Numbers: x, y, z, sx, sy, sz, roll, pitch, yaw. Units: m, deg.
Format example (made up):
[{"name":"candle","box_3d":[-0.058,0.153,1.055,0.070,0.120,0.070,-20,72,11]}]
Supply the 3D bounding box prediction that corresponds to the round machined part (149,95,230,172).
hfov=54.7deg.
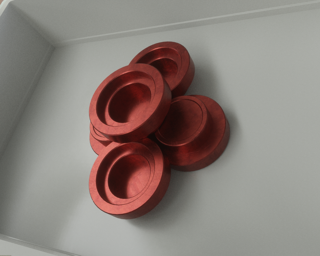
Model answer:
[{"name":"round machined part","box_3d":[0.031,0.000,0.375,0.098,0.042,0.098,-13,56,20]}]

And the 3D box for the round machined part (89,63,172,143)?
[{"name":"round machined part","box_3d":[-0.031,-0.025,0.369,0.098,0.042,0.098,-13,56,20]}]

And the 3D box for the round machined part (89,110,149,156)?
[{"name":"round machined part","box_3d":[-0.056,-0.003,0.422,0.098,0.042,0.098,-13,56,20]}]

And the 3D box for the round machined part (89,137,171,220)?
[{"name":"round machined part","box_3d":[-0.032,0.060,0.371,0.098,0.042,0.098,-13,56,20]}]

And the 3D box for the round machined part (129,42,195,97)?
[{"name":"round machined part","box_3d":[0.002,-0.069,0.432,0.098,0.042,0.098,-13,56,20]}]
